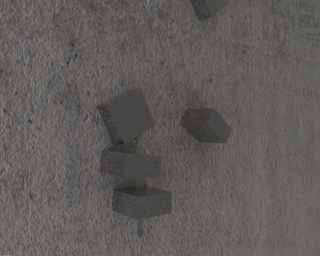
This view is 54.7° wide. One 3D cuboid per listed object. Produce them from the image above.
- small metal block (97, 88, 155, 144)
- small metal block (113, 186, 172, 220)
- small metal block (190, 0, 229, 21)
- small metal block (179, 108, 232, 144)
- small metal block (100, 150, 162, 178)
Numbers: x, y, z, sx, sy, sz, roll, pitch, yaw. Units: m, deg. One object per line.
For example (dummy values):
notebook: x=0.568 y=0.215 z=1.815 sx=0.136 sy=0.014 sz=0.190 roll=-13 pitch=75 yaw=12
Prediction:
small metal block: x=-0.040 y=-0.014 z=0.371 sx=0.050 sy=0.025 sz=0.050 roll=-33 pitch=110 yaw=-35
small metal block: x=-0.021 y=0.088 z=0.370 sx=0.050 sy=0.050 sz=0.025 roll=2 pitch=89 yaw=-40
small metal block: x=0.071 y=-0.197 z=0.463 sx=0.050 sy=0.025 sz=0.050 roll=-44 pitch=117 yaw=-31
small metal block: x=0.065 y=-0.003 z=0.443 sx=0.050 sy=0.050 sz=0.025 roll=42 pitch=65 yaw=-32
small metal block: x=-0.034 y=0.042 z=0.360 sx=0.050 sy=0.050 sz=0.025 roll=10 pitch=84 yaw=-40
